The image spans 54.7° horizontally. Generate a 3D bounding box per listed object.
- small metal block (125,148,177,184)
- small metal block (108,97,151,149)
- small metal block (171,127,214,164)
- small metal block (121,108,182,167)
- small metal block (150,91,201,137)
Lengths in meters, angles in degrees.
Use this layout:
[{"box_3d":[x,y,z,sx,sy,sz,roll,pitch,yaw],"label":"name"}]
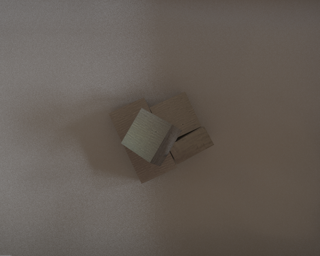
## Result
[{"box_3d":[-0.011,0.039,0.410,0.050,0.025,0.050,-25,90,-1],"label":"small metal block"},{"box_3d":[-0.033,-0.007,0.409,0.050,0.025,0.050,-25,90,-1],"label":"small metal block"},{"box_3d":[0.037,0.021,0.398,0.050,0.050,0.025,-28,90,-1],"label":"small metal block"},{"box_3d":[-0.011,0.011,0.372,0.050,0.025,0.050,30,90,34],"label":"small metal block"},{"box_3d":[0.020,-0.014,0.410,0.050,0.025,0.050,-25,90,-1],"label":"small metal block"}]
